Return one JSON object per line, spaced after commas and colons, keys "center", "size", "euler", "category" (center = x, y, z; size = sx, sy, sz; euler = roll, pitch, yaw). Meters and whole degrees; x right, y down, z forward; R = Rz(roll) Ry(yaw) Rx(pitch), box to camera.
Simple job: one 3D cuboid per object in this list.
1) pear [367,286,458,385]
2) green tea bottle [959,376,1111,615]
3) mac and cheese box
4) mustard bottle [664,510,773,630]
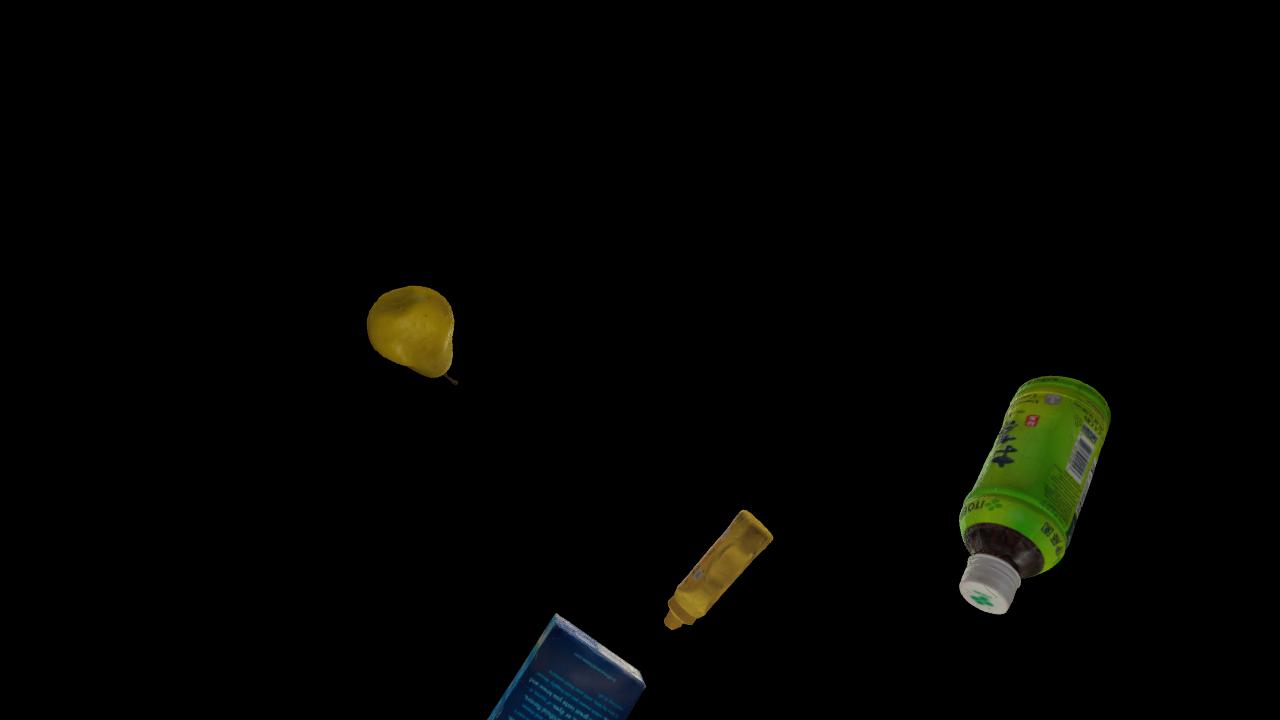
{"center": [-0.215, -0.016, 0.599], "size": [0.080, 0.111, 0.080], "euler": [-5, 38, 4], "category": "pear"}
{"center": [0.291, 0.097, 0.461], "size": [0.073, 0.073, 0.212], "euler": [0, 33, 47], "category": "green tea bottle"}
{"center": [-0.083, 0.313, 0.493], "size": [0.093, 0.184, 0.041], "euler": [35, -11, -3], "category": "mac and cheese box"}
{"center": [0.097, 0.284, 0.815], "size": [0.054, 0.184, 0.092], "euler": [41, -1, 2], "category": "mustard bottle"}
